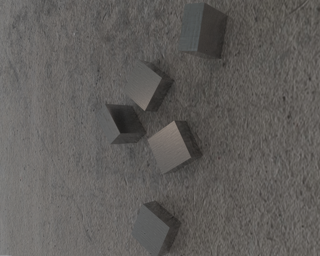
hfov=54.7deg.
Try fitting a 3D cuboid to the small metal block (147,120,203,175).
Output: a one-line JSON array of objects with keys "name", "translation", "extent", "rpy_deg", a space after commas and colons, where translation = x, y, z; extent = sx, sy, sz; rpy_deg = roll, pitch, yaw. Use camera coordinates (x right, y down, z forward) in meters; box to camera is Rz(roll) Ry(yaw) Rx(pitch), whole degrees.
[{"name": "small metal block", "translation": [0.018, 0.025, 0.390], "extent": [0.050, 0.025, 0.050], "rpy_deg": [-36, 68, 34]}]

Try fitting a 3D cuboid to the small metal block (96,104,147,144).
[{"name": "small metal block", "translation": [-0.054, -0.006, 0.433], "extent": [0.025, 0.050, 0.050], "rpy_deg": [-45, 63, 31]}]

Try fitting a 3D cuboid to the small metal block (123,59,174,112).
[{"name": "small metal block", "translation": [-0.016, -0.057, 0.418], "extent": [0.050, 0.025, 0.050], "rpy_deg": [43, 116, 31]}]

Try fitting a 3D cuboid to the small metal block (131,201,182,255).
[{"name": "small metal block", "translation": [-0.006, 0.133, 0.410], "extent": [0.050, 0.025, 0.050], "rpy_deg": [33, 110, 35]}]

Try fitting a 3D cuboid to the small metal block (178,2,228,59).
[{"name": "small metal block", "translation": [0.049, -0.107, 0.348], "extent": [0.025, 0.050, 0.050], "rpy_deg": [13, 99, 39]}]
